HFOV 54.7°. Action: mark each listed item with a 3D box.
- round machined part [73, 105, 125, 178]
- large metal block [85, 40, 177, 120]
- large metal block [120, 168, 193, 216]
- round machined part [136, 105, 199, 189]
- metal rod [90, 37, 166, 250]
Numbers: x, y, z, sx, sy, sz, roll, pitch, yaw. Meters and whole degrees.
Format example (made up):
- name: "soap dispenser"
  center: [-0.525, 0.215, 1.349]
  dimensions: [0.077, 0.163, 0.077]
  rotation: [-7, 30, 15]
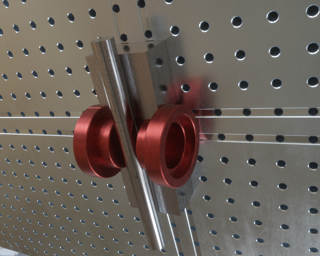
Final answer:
- name: "round machined part"
  center: [-0.064, 0.017, 0.408]
  dimensions: [0.042, 0.098, 0.097]
  rotation: [2, 119, 27]
- name: "large metal block"
  center: [-0.033, -0.057, 0.376]
  dimensions: [0.080, 0.050, 0.079]
  rotation: [2, 120, 27]
- name: "large metal block"
  center: [-0.004, 0.072, 0.441]
  dimensions: [0.080, 0.050, 0.079]
  rotation: [3, 120, 27]
- name: "round machined part"
  center: [0.008, 0.020, 0.372]
  dimensions: [0.042, 0.099, 0.097]
  rotation: [5, 121, 32]
- name: "metal rod"
  center: [-0.032, 0.039, 0.387]
  dimensions: [0.025, 0.025, 0.298]
  rotation: [2, 120, 27]
